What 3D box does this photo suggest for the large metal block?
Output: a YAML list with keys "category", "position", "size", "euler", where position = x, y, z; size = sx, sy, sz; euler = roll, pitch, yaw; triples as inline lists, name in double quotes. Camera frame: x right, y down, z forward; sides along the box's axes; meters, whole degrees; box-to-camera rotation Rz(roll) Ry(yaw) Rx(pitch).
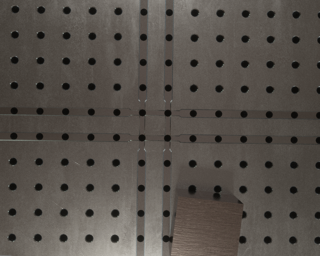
- category: "large metal block"
  position: [0.057, 0.127, 0.402]
  size: [0.081, 0.050, 0.080]
  euler: [7, 90, -1]
